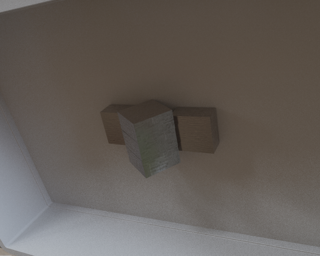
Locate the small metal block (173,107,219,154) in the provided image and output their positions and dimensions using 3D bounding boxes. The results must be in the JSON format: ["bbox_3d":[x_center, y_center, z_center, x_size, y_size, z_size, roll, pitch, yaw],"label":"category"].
[{"bbox_3d":[0.044,0.002,0.384,0.050,0.025,0.050,3,120,26],"label":"small metal block"}]

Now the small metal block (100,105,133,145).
[{"bbox_3d":[-0.049,-0.004,0.428,0.050,0.025,0.050,4,120,26],"label":"small metal block"}]

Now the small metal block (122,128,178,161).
[{"bbox_3d":[-0.013,0.012,0.391,0.050,0.050,0.025,33,140,55],"label":"small metal block"}]

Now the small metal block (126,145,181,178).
[{"bbox_3d":[-0.009,0.034,0.402,0.050,0.050,0.025,33,140,55],"label":"small metal block"}]

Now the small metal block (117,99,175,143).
[{"bbox_3d":[-0.017,-0.010,0.379,0.050,0.050,0.025,34,140,55],"label":"small metal block"}]
